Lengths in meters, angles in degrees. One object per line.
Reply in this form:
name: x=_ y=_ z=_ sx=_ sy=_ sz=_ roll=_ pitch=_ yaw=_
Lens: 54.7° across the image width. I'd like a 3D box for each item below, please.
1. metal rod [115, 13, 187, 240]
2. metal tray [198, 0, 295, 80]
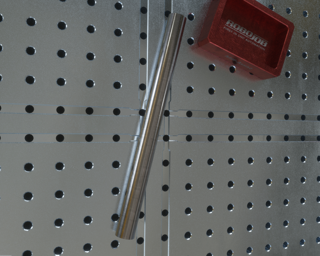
metal rod: x=-0.011 y=-0.006 z=0.409 sx=0.025 sy=0.025 sz=0.298 roll=15 pitch=85 yaw=-20
metal tray: x=0.130 y=-0.138 z=0.459 sx=0.131 sy=0.030 sz=0.090 roll=21 pitch=83 yaw=-19
